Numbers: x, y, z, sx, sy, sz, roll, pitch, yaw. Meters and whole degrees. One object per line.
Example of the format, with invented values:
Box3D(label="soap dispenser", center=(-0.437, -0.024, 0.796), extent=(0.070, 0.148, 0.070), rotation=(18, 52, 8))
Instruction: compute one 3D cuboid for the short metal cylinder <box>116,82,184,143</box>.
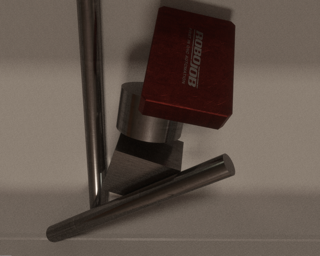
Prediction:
Box3D(label="short metal cylinder", center=(-0.010, -0.021, 0.374), extent=(0.081, 0.080, 0.050), rotation=(9, 110, -4))

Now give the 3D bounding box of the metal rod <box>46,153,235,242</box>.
Box3D(label="metal rod", center=(-0.044, 0.099, 0.398), extent=(0.300, 0.025, 0.025), rotation=(-27, 109, 28))

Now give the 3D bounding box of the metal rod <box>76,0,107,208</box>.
Box3D(label="metal rod", center=(-0.086, -0.021, 0.402), extent=(0.025, 0.025, 0.298), rotation=(1, 110, -1))

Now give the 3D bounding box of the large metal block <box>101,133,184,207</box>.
Box3D(label="large metal block", center=(-0.023, 0.049, 0.402), extent=(0.080, 0.050, 0.079), rotation=(19, 131, -7))

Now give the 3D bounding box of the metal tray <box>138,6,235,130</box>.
Box3D(label="metal tray", center=(0.032, -0.069, 0.338), extent=(0.091, 0.130, 0.030), rotation=(11, 152, -5))
